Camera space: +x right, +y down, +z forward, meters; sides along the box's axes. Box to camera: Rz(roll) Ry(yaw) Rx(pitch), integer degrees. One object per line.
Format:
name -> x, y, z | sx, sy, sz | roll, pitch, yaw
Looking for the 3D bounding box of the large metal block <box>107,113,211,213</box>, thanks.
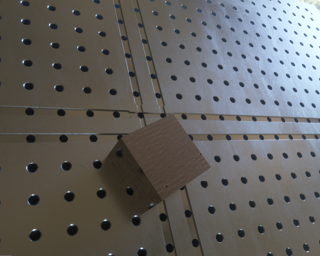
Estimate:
large metal block -> -0.001, 0.040, 0.368 | 0.081, 0.050, 0.080 | -26, 76, -37
